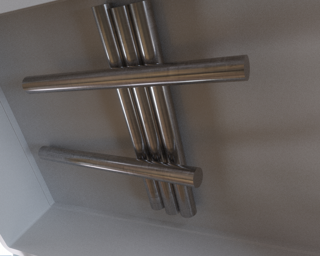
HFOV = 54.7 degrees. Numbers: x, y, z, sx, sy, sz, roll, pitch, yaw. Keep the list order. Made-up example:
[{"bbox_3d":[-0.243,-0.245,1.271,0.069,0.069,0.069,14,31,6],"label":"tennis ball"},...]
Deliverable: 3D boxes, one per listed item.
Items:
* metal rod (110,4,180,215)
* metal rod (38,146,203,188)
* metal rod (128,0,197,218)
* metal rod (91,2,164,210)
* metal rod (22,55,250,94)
[{"bbox_3d":[-0.011,-0.006,0.410,0.025,0.025,0.298,1,119,28],"label":"metal rod"},{"bbox_3d":[-0.078,0.051,0.457,0.300,0.025,0.025,4,121,34],"label":"metal rod"},{"bbox_3d":[0.010,-0.006,0.397,0.025,0.025,0.298,1,119,28],"label":"metal rod"},{"bbox_3d":[-0.034,-0.011,0.419,0.025,0.025,0.298,0,119,28],"label":"metal rod"},{"bbox_3d":[-0.050,-0.059,0.365,0.300,0.025,0.025,1,119,28],"label":"metal rod"}]
